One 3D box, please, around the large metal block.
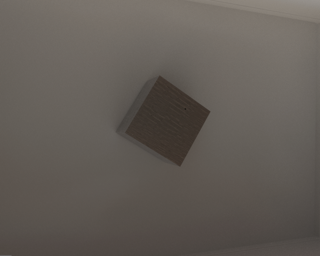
[{"bbox_3d":[0.003,-0.008,0.395,0.080,0.050,0.080,33,79,-17],"label":"large metal block"}]
